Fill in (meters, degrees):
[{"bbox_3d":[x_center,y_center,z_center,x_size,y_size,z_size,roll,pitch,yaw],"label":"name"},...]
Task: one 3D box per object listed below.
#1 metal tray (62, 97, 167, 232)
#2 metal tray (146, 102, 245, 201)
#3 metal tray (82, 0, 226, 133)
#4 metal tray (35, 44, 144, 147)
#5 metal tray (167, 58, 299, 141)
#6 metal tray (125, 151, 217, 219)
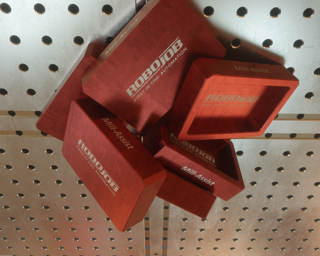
[{"bbox_3d":[-0.058,0.037,0.343,0.030,0.130,0.089,-20,145,-42],"label":"metal tray"},{"bbox_3d":[0.044,0.026,0.390,0.130,0.090,0.030,31,123,-24],"label":"metal tray"},{"bbox_3d":[-0.007,-0.066,0.327,0.130,0.030,0.090,-44,122,14],"label":"metal tray"},{"bbox_3d":[-0.082,-0.028,0.384,0.090,0.030,0.129,31,124,-25],"label":"metal tray"},{"bbox_3d":[0.083,-0.029,0.352,0.131,0.030,0.089,-2,135,-29],"label":"metal tray"},{"bbox_3d":[0.002,0.066,0.405,0.090,0.130,0.030,31,85,-24],"label":"metal tray"}]
